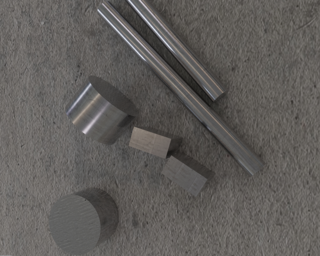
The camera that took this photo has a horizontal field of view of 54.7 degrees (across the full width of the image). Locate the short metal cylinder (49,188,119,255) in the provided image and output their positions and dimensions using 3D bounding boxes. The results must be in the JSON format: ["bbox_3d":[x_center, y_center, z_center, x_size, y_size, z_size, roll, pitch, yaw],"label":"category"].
[{"bbox_3d":[-0.105,0.128,0.433,0.080,0.050,0.079,0,90,20],"label":"short metal cylinder"}]

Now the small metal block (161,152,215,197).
[{"bbox_3d":[0.036,0.056,0.383,0.050,0.050,0.025,33,101,17],"label":"small metal block"}]

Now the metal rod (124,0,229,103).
[{"bbox_3d":[-0.016,-0.153,0.414,0.025,0.025,0.300,-42,77,15],"label":"metal rod"}]

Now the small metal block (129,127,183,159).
[{"bbox_3d":[-0.004,0.017,0.397,0.050,0.050,0.025,18,96,19],"label":"small metal block"}]

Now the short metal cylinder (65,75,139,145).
[{"bbox_3d":[-0.075,-0.024,0.406,0.080,0.080,0.050,45,104,14],"label":"short metal cylinder"}]

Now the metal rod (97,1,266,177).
[{"bbox_3d":[0.019,-0.059,0.402,0.025,0.025,0.300,-45,76,14],"label":"metal rod"}]
